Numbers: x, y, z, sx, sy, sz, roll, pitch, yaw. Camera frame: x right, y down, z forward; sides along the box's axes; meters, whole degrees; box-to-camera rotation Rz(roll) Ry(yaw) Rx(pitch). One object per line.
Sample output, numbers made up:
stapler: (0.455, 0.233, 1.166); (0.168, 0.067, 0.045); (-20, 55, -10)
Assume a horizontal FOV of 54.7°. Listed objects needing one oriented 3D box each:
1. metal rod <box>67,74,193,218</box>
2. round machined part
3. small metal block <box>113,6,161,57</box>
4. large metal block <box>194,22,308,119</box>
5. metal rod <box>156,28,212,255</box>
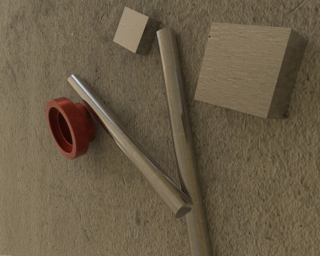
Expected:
metal rod: (-0.059, 0.006, 0.433); (0.300, 0.025, 0.025); (45, 117, 36)
round machined part: (-0.139, -0.002, 0.491); (0.098, 0.042, 0.097); (27, 128, 41)
small metal block: (-0.033, -0.134, 0.430); (0.050, 0.025, 0.050); (36, 112, 33)
large metal block: (0.090, -0.058, 0.314); (0.080, 0.050, 0.079); (20, 103, 38)
metal rod: (0.029, 0.024, 0.379); (0.025, 0.025, 0.298); (-14, 81, 39)
